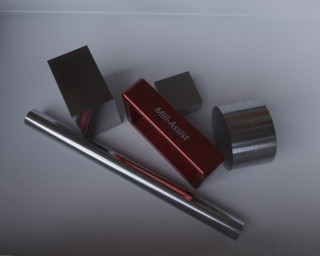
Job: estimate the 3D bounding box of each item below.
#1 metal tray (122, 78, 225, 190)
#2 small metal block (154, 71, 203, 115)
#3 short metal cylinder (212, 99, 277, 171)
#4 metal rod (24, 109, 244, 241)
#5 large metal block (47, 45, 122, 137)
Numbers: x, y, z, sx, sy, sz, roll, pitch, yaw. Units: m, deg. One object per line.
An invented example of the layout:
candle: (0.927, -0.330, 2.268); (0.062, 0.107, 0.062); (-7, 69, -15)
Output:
metal tray: (0.012, 0.010, 0.369); (0.030, 0.090, 0.130); (-42, 76, -14)
small metal block: (0.024, -0.044, 0.423); (0.050, 0.025, 0.050); (-19, 71, -7)
short metal cylinder: (0.099, 0.008, 0.377); (0.050, 0.080, 0.080); (-11, 71, -3)
metal rod: (-0.039, 0.054, 0.388); (0.301, 0.025, 0.025); (27, 72, 9)
large metal block: (-0.092, -0.042, 0.393); (0.050, 0.080, 0.080); (-25, 72, -9)
